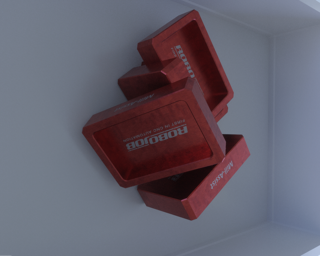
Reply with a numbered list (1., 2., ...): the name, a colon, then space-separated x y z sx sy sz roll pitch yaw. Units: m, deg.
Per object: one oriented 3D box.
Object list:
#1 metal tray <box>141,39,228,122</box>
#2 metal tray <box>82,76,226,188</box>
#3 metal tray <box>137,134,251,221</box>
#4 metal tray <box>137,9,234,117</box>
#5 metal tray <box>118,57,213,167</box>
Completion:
1. metal tray: 0.039 -0.055 0.438 0.090 0.030 0.130 -41 114 -31
2. metal tray: -0.006 0.010 0.334 0.090 0.130 0.030 60 25 -23
3. metal tray: 0.045 0.055 0.402 0.131 0.090 0.030 -40 115 -33
4. metal tray: 0.038 -0.071 0.396 0.090 0.030 0.130 -44 116 -31
5. metal tray: 0.014 -0.015 0.374 0.030 0.090 0.130 -45 117 -31
